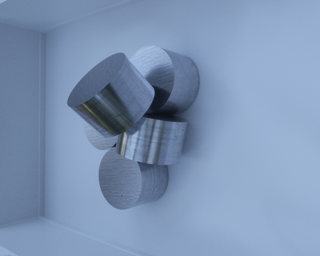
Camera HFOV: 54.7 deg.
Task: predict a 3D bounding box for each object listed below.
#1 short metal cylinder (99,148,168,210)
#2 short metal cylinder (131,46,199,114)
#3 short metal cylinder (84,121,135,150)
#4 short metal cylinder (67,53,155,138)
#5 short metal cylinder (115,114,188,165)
[{"bbox_3d":[-0.037,0.064,0.416,0.080,0.050,0.079,0,90,39],"label":"short metal cylinder"},{"bbox_3d":[0.001,-0.057,0.386,0.080,0.050,0.079,0,90,39],"label":"short metal cylinder"},{"bbox_3d":[-0.062,-0.010,0.437,0.080,0.050,0.079,0,90,39],"label":"short metal cylinder"},{"bbox_3d":[-0.053,-0.036,0.339,0.080,0.050,0.080,-29,33,21],"label":"short metal cylinder"},{"bbox_3d":[-0.010,0.008,0.376,0.080,0.081,0.050,17,101,38],"label":"short metal cylinder"}]
